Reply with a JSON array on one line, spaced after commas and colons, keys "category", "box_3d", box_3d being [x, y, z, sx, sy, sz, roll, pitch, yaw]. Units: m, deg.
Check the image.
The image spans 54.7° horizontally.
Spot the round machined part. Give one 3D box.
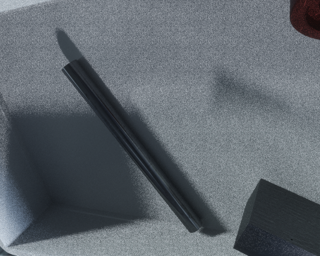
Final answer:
[{"category": "round machined part", "box_3d": [0.150, -0.106, 0.230, 0.098, 0.098, 0.042, 1, 79, 27]}]

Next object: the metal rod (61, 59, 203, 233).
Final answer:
[{"category": "metal rod", "box_3d": [-0.034, 0.033, 0.445, 0.025, 0.025, 0.299, -29, 103, 37]}]

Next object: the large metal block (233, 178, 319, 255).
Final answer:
[{"category": "large metal block", "box_3d": [0.143, 0.118, 0.371, 0.080, 0.080, 0.050, 24, 127, 13]}]
